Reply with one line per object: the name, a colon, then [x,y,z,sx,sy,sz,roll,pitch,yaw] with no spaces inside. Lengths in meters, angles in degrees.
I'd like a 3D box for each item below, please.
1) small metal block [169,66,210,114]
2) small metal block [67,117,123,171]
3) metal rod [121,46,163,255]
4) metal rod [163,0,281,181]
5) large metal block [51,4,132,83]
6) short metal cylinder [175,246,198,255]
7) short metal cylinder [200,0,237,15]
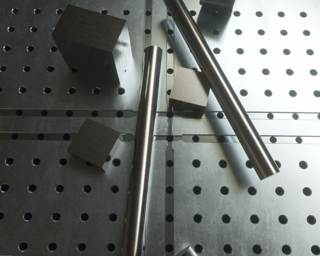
small metal block: [0.043,-0.053,0.431,0.050,0.025,0.050,14,71,5]
small metal block: [-0.083,0.021,0.403,0.050,0.025,0.050,24,72,8]
metal rod: [-0.022,0.027,0.401,0.025,0.025,0.299,5,70,2]
metal rod: [0.071,-0.072,0.411,0.025,0.025,0.299,-22,71,-8]
large metal block: [-0.088,-0.112,0.423,0.080,0.080,0.050,17,71,6]
short metal cylinder: [0.017,0.169,0.321,0.080,0.080,0.050,-37,74,-12]
short metal cylinder: [0.097,-0.217,0.462,0.050,0.080,0.080,21,71,7]
